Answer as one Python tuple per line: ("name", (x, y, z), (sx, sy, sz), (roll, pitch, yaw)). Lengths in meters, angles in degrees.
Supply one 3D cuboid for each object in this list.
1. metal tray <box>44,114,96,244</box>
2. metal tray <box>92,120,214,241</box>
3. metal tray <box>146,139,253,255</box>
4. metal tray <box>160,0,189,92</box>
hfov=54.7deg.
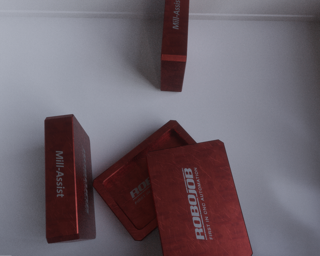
("metal tray", (-0.100, 0.060, 0.351), (0.030, 0.090, 0.129), (-7, 70, -3))
("metal tray", (-0.004, 0.063, 0.383), (0.130, 0.030, 0.090), (-38, 75, -13))
("metal tray", (0.039, 0.084, 0.344), (0.091, 0.030, 0.129), (-10, 71, -5))
("metal tray", (0.020, -0.125, 0.421), (0.030, 0.090, 0.130), (4, 70, 1))
